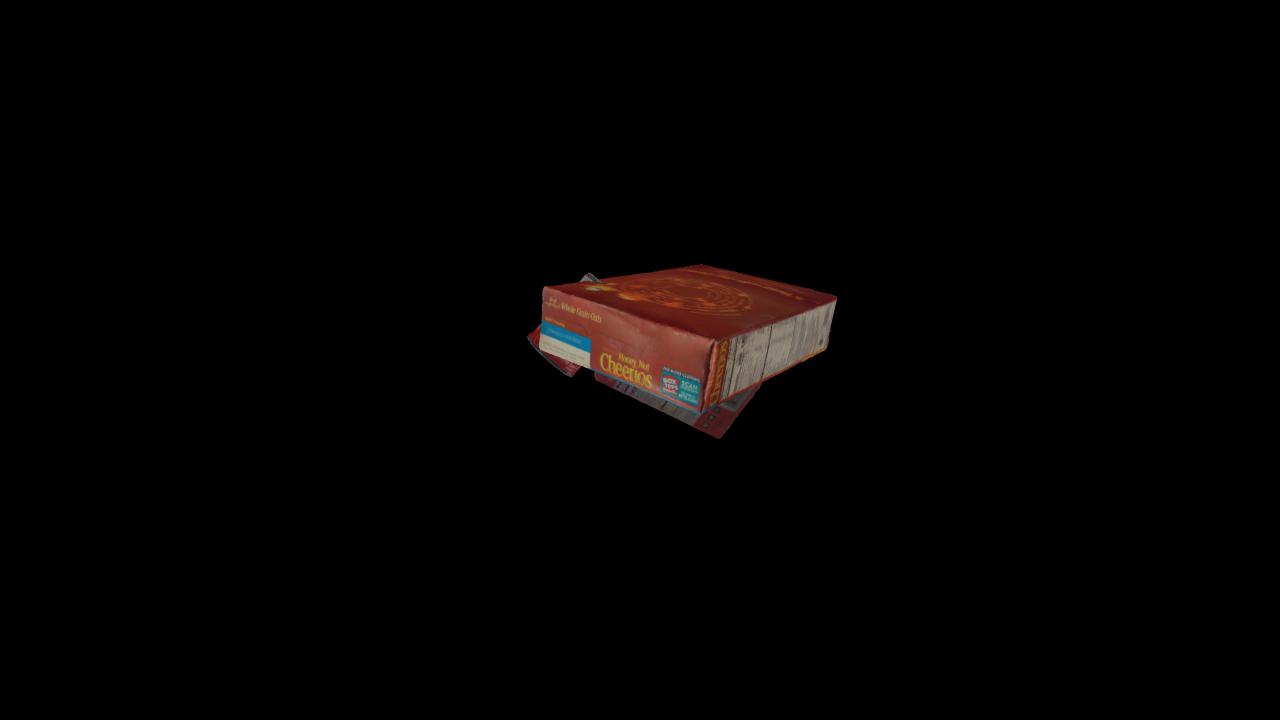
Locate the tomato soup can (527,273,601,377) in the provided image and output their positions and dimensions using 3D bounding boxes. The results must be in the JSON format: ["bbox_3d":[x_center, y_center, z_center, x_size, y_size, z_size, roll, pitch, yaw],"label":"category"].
[{"bbox_3d":[-0.067,-0.040,0.685,0.068,0.101,0.068,43,2,-2],"label":"tomato soup can"}]

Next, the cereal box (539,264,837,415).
[{"bbox_3d":[0.066,-0.041,0.684,0.203,0.081,0.306,19,23,32],"label":"cereal box"}]

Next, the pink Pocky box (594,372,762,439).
[{"bbox_3d":[0.039,0.016,0.640,0.155,0.084,0.029,26,27,-12],"label":"pink Pocky box"}]
